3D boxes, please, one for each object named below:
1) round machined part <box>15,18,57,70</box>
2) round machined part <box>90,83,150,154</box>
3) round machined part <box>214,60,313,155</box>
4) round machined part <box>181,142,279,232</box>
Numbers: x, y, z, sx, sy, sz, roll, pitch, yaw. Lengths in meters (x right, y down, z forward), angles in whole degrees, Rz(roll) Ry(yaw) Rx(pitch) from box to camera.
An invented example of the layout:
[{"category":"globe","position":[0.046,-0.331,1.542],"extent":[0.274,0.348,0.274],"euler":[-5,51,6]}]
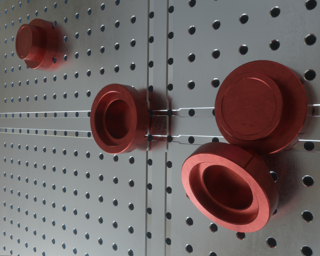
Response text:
[{"category":"round machined part","position":[-0.245,-0.164,0.603],"extent":[0.098,0.042,0.097],"euler":[0,90,40]},{"category":"round machined part","position":[-0.052,-0.013,0.443],"extent":[0.098,0.042,0.097],"euler":[0,90,40]},{"category":"round machined part","position":[0.098,-0.021,0.318],"extent":[0.098,0.042,0.097],"euler":[0,90,40]},{"category":"round machined part","position":[0.074,0.055,0.320],"extent":[0.098,0.042,0.097],"euler":[25,134,29]}]
